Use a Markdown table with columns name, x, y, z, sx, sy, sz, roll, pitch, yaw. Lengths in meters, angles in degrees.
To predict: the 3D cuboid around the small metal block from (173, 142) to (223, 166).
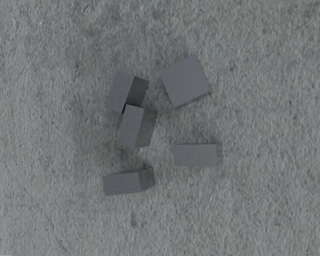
| name | x | y | z | sx | sy | sz | roll | pitch | yaw |
| --- | --- | --- | --- | --- | --- | --- | --- | --- | --- |
| small metal block | 0.048 | 0.031 | 0.378 | 0.050 | 0.050 | 0.025 | -2 | 89 | 19 |

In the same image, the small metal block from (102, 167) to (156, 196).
| name | x | y | z | sx | sy | sz | roll | pitch | yaw |
| --- | --- | --- | --- | --- | --- | --- | --- | --- | --- |
| small metal block | -0.040 | 0.070 | 0.409 | 0.050 | 0.050 | 0.025 | -10 | 87 | 19 |

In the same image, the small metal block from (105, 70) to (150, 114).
| name | x | y | z | sx | sy | sz | roll | pitch | yaw |
| --- | --- | --- | --- | --- | --- | --- | --- | --- | --- |
| small metal block | -0.042 | -0.045 | 0.410 | 0.025 | 0.050 | 0.050 | 23 | 98 | 18 |

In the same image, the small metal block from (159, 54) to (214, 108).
| name | x | y | z | sx | sy | sz | roll | pitch | yaw |
| --- | --- | --- | --- | --- | --- | --- | --- | --- | --- |
| small metal block | 0.034 | -0.058 | 0.396 | 0.050 | 0.025 | 0.050 | -25 | 82 | 18 |

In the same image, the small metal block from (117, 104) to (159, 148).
| name | x | y | z | sx | sy | sz | roll | pitch | yaw |
| --- | --- | --- | --- | --- | --- | --- | --- | --- | --- |
| small metal block | -0.028 | -0.003 | 0.405 | 0.025 | 0.050 | 0.050 | 16 | 95 | 19 |
